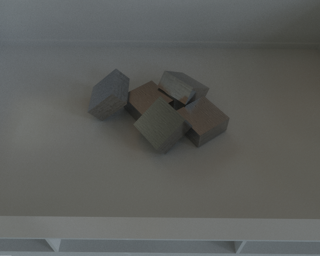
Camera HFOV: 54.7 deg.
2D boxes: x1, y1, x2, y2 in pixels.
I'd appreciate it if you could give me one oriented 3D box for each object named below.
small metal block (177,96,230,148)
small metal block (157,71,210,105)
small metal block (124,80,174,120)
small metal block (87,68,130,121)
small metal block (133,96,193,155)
[{"bbox_3d":[0.055,-0.009,0.411,0.050,0.025,0.050,-29,56,-23],"label":"small metal block"},{"bbox_3d":[0.034,-0.057,0.436,0.050,0.025,0.050,36,24,25],"label":"small metal block"},{"bbox_3d":[-0.016,-0.034,0.431,0.050,0.025,0.050,-31,57,-24],"label":"small metal block"},{"bbox_3d":[-0.069,-0.045,0.422,0.050,0.025,0.050,-31,40,32],"label":"small metal block"},{"bbox_3d":[0.003,-0.004,0.391,0.050,0.025,0.050,-47,59,4],"label":"small metal block"}]
